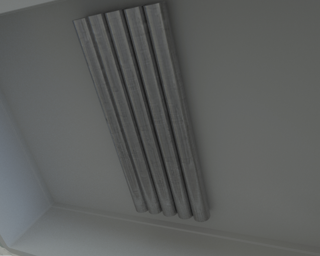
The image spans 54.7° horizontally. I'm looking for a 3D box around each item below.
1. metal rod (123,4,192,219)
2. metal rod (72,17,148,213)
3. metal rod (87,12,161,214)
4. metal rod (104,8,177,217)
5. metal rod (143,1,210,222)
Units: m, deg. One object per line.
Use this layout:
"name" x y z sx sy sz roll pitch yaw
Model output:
"metal rod" 0.006 -0.002 0.403 0.025 0.025 0.298 0 119 28
"metal rod" -0.061 -0.002 0.438 0.025 0.025 0.298 0 119 28
"metal rod" -0.040 -0.003 0.426 0.025 0.025 0.298 0 119 28
"metal rod" -0.017 -0.003 0.415 0.025 0.025 0.298 0 119 28
"metal rod" 0.028 -0.002 0.391 0.025 0.025 0.298 0 119 28
